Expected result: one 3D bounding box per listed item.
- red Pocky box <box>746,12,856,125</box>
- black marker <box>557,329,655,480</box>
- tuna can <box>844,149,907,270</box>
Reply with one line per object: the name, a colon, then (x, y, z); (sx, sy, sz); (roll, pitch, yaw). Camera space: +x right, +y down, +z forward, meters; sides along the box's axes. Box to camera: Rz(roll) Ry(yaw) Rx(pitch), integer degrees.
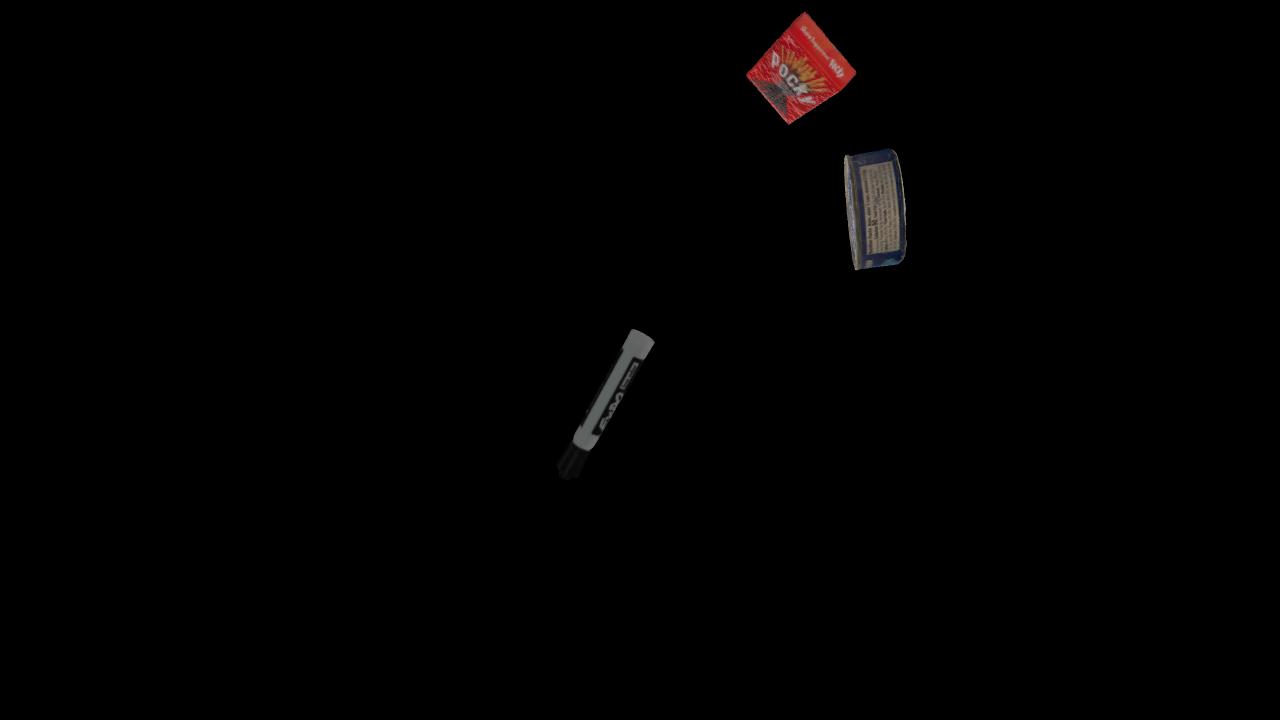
red Pocky box: (0.173, -0.317, 0.682); (0.083, 0.028, 0.155); (45, 2, -10)
black marker: (-0.027, 0.034, 0.442); (0.020, 0.121, 0.020); (29, 10, -5)
tuna can: (0.171, -0.109, 0.450); (0.034, 0.084, 0.084); (-6, -2, 16)
